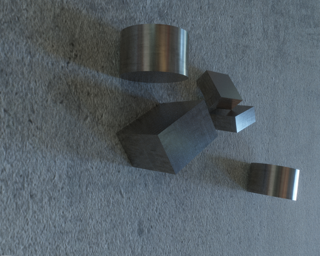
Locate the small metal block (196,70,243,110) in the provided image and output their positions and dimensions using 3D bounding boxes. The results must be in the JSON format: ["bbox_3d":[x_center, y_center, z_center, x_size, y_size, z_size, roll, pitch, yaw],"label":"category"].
[{"bbox_3d":[0.089,-0.056,0.463,0.050,0.025,0.050,2,55,-40],"label":"small metal block"}]

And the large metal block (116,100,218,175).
[{"bbox_3d":[0.008,0.008,0.376,0.080,0.080,0.050,-37,113,-34],"label":"large metal block"}]

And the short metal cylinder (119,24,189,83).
[{"bbox_3d":[-0.007,-0.084,0.363,0.081,0.080,0.050,2,89,-40],"label":"short metal cylinder"}]

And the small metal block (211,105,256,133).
[{"bbox_3d":[0.111,-0.016,0.480,0.050,0.050,0.025,-25,113,-37],"label":"small metal block"}]

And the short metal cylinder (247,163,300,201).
[{"bbox_3d":[0.194,0.091,0.531,0.081,0.080,0.050,17,80,-39],"label":"short metal cylinder"}]
